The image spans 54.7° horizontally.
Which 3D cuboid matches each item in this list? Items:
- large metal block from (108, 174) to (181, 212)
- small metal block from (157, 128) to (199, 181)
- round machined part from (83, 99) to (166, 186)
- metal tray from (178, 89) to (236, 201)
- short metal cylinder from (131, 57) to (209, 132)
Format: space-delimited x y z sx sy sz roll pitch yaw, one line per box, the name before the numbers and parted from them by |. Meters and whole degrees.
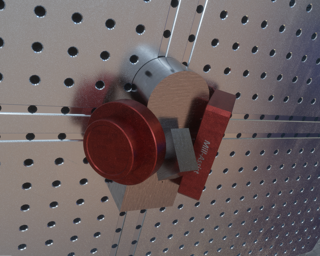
large metal block | -0.017 0.063 0.424 0.081 0.050 0.079 2 118 -30
small metal block | 0.016 0.032 0.368 0.025 0.050 0.050 -2 162 -31
round machined part | -0.046 0.019 0.345 0.042 0.098 0.097 -26 137 -56
metal tray | 0.064 0.021 0.419 0.030 0.090 0.129 20 115 10
short metal cylinder | 0.012 -0.040 0.376 0.081 0.050 0.079 -14 124 -21
